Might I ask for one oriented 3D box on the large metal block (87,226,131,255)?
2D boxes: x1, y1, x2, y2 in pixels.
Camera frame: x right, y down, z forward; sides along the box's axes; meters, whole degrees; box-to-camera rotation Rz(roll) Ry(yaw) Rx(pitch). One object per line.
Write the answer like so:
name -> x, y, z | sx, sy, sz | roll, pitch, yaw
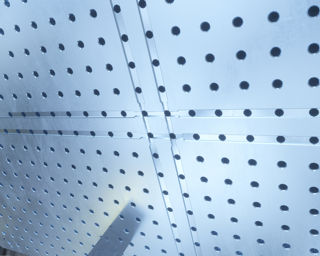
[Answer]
large metal block -> -0.109, 0.247, 0.587 | 0.050, 0.080, 0.080 | 35, 129, 5
